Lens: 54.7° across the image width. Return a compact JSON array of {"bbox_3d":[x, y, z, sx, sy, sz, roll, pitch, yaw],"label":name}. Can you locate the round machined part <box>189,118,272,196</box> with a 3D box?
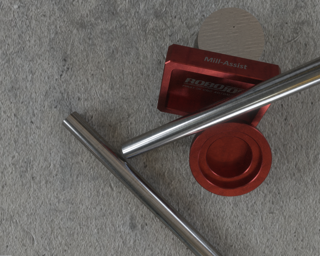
[{"bbox_3d":[0.087,0.033,0.393,0.099,0.042,0.097,2,106,6],"label":"round machined part"}]

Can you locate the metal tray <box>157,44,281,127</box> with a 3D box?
[{"bbox_3d":[0.067,-0.046,0.377,0.131,0.089,0.030,11,55,0],"label":"metal tray"}]

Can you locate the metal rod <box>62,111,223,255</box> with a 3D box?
[{"bbox_3d":[-0.013,0.092,0.409,0.300,0.025,0.025,45,90,0],"label":"metal rod"}]

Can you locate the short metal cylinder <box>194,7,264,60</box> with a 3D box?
[{"bbox_3d":[0.086,-0.106,0.398,0.081,0.050,0.080,0,90,0],"label":"short metal cylinder"}]

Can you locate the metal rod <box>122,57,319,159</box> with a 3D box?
[{"bbox_3d":[0.080,-0.023,0.345,0.300,0.025,0.025,-23,90,27],"label":"metal rod"}]
